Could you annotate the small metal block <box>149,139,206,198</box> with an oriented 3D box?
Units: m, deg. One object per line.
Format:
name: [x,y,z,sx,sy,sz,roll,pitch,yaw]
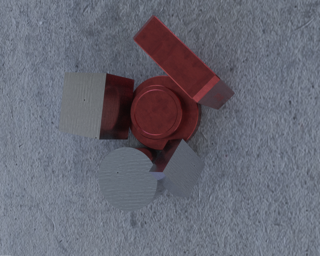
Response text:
small metal block: [0.022,0.049,0.377,0.025,0.050,0.050,-8,131,50]

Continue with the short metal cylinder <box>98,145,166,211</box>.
short metal cylinder: [-0.033,0.063,0.408,0.080,0.050,0.079,0,90,19]

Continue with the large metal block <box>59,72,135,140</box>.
large metal block: [-0.085,-0.030,0.412,0.080,0.050,0.079,9,93,36]

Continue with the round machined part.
round machined part: [0.001,-0.020,0.401,0.098,0.042,0.097,0,90,19]

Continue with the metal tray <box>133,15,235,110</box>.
metal tray: [0.033,-0.065,0.341,0.030,0.130,0.090,-46,76,14]
